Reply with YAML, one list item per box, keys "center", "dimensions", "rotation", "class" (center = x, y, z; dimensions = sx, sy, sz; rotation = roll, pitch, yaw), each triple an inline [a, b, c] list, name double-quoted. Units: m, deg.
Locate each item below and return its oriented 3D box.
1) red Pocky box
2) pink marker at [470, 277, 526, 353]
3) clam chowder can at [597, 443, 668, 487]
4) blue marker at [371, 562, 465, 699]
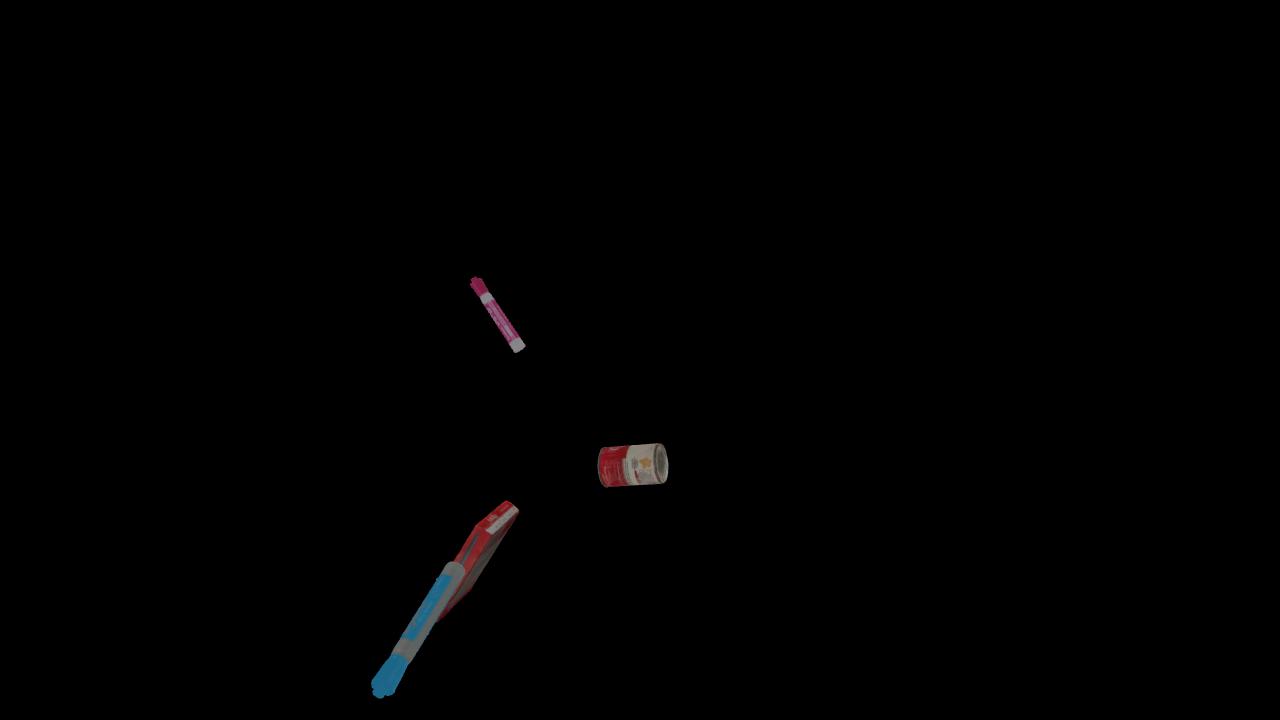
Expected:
- center: [-0.219, 0.261, 0.803]
  dimensions: [0.028, 0.155, 0.083]
  rotation: [34, 15, 6]
  class: "red Pocky box"
- center: [-0.201, -0.065, 0.862]
  dimensions: [0.020, 0.121, 0.020]
  rotation: [-34, -2, -1]
  class: "pink marker"
- center: [-0.011, 0.174, 1.017]
  dimensions: [0.102, 0.068, 0.068]
  rotation: [-7, -2, 19]
  class: "clam chowder can"
- center: [-0.177, 0.215, 0.498]
  dimensions: [0.020, 0.020, 0.121]
  rotation: [0, 28, 14]
  class: "blue marker"
